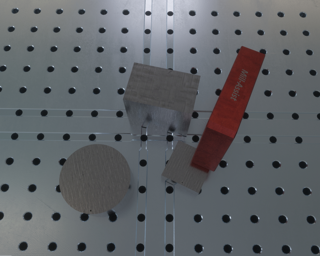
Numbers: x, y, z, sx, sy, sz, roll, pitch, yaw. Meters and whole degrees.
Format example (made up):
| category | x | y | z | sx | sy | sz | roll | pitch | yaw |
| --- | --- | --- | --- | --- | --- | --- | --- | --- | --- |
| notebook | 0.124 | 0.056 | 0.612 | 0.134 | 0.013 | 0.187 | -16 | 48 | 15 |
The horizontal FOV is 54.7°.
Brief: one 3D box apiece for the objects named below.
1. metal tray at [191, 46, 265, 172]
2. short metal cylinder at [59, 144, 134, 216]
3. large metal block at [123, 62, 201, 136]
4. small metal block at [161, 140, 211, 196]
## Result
| category | x | y | z | sx | sy | sz | roll | pitch | yaw |
| --- | --- | --- | --- | --- | --- | --- | --- | --- | --- |
| metal tray | 0.081 | -0.023 | 0.371 | 0.030 | 0.090 | 0.130 | 24 | 58 | 8 |
| short metal cylinder | -0.073 | 0.065 | 0.374 | 0.081 | 0.050 | 0.080 | 0 | 70 | 0 |
| large metal block | 0.003 | -0.034 | 0.395 | 0.080 | 0.080 | 0.050 | 12 | 71 | 4 |
| small metal block | 0.035 | 0.051 | 0.393 | 0.050 | 0.025 | 0.050 | 25 | 72 | 8 |
